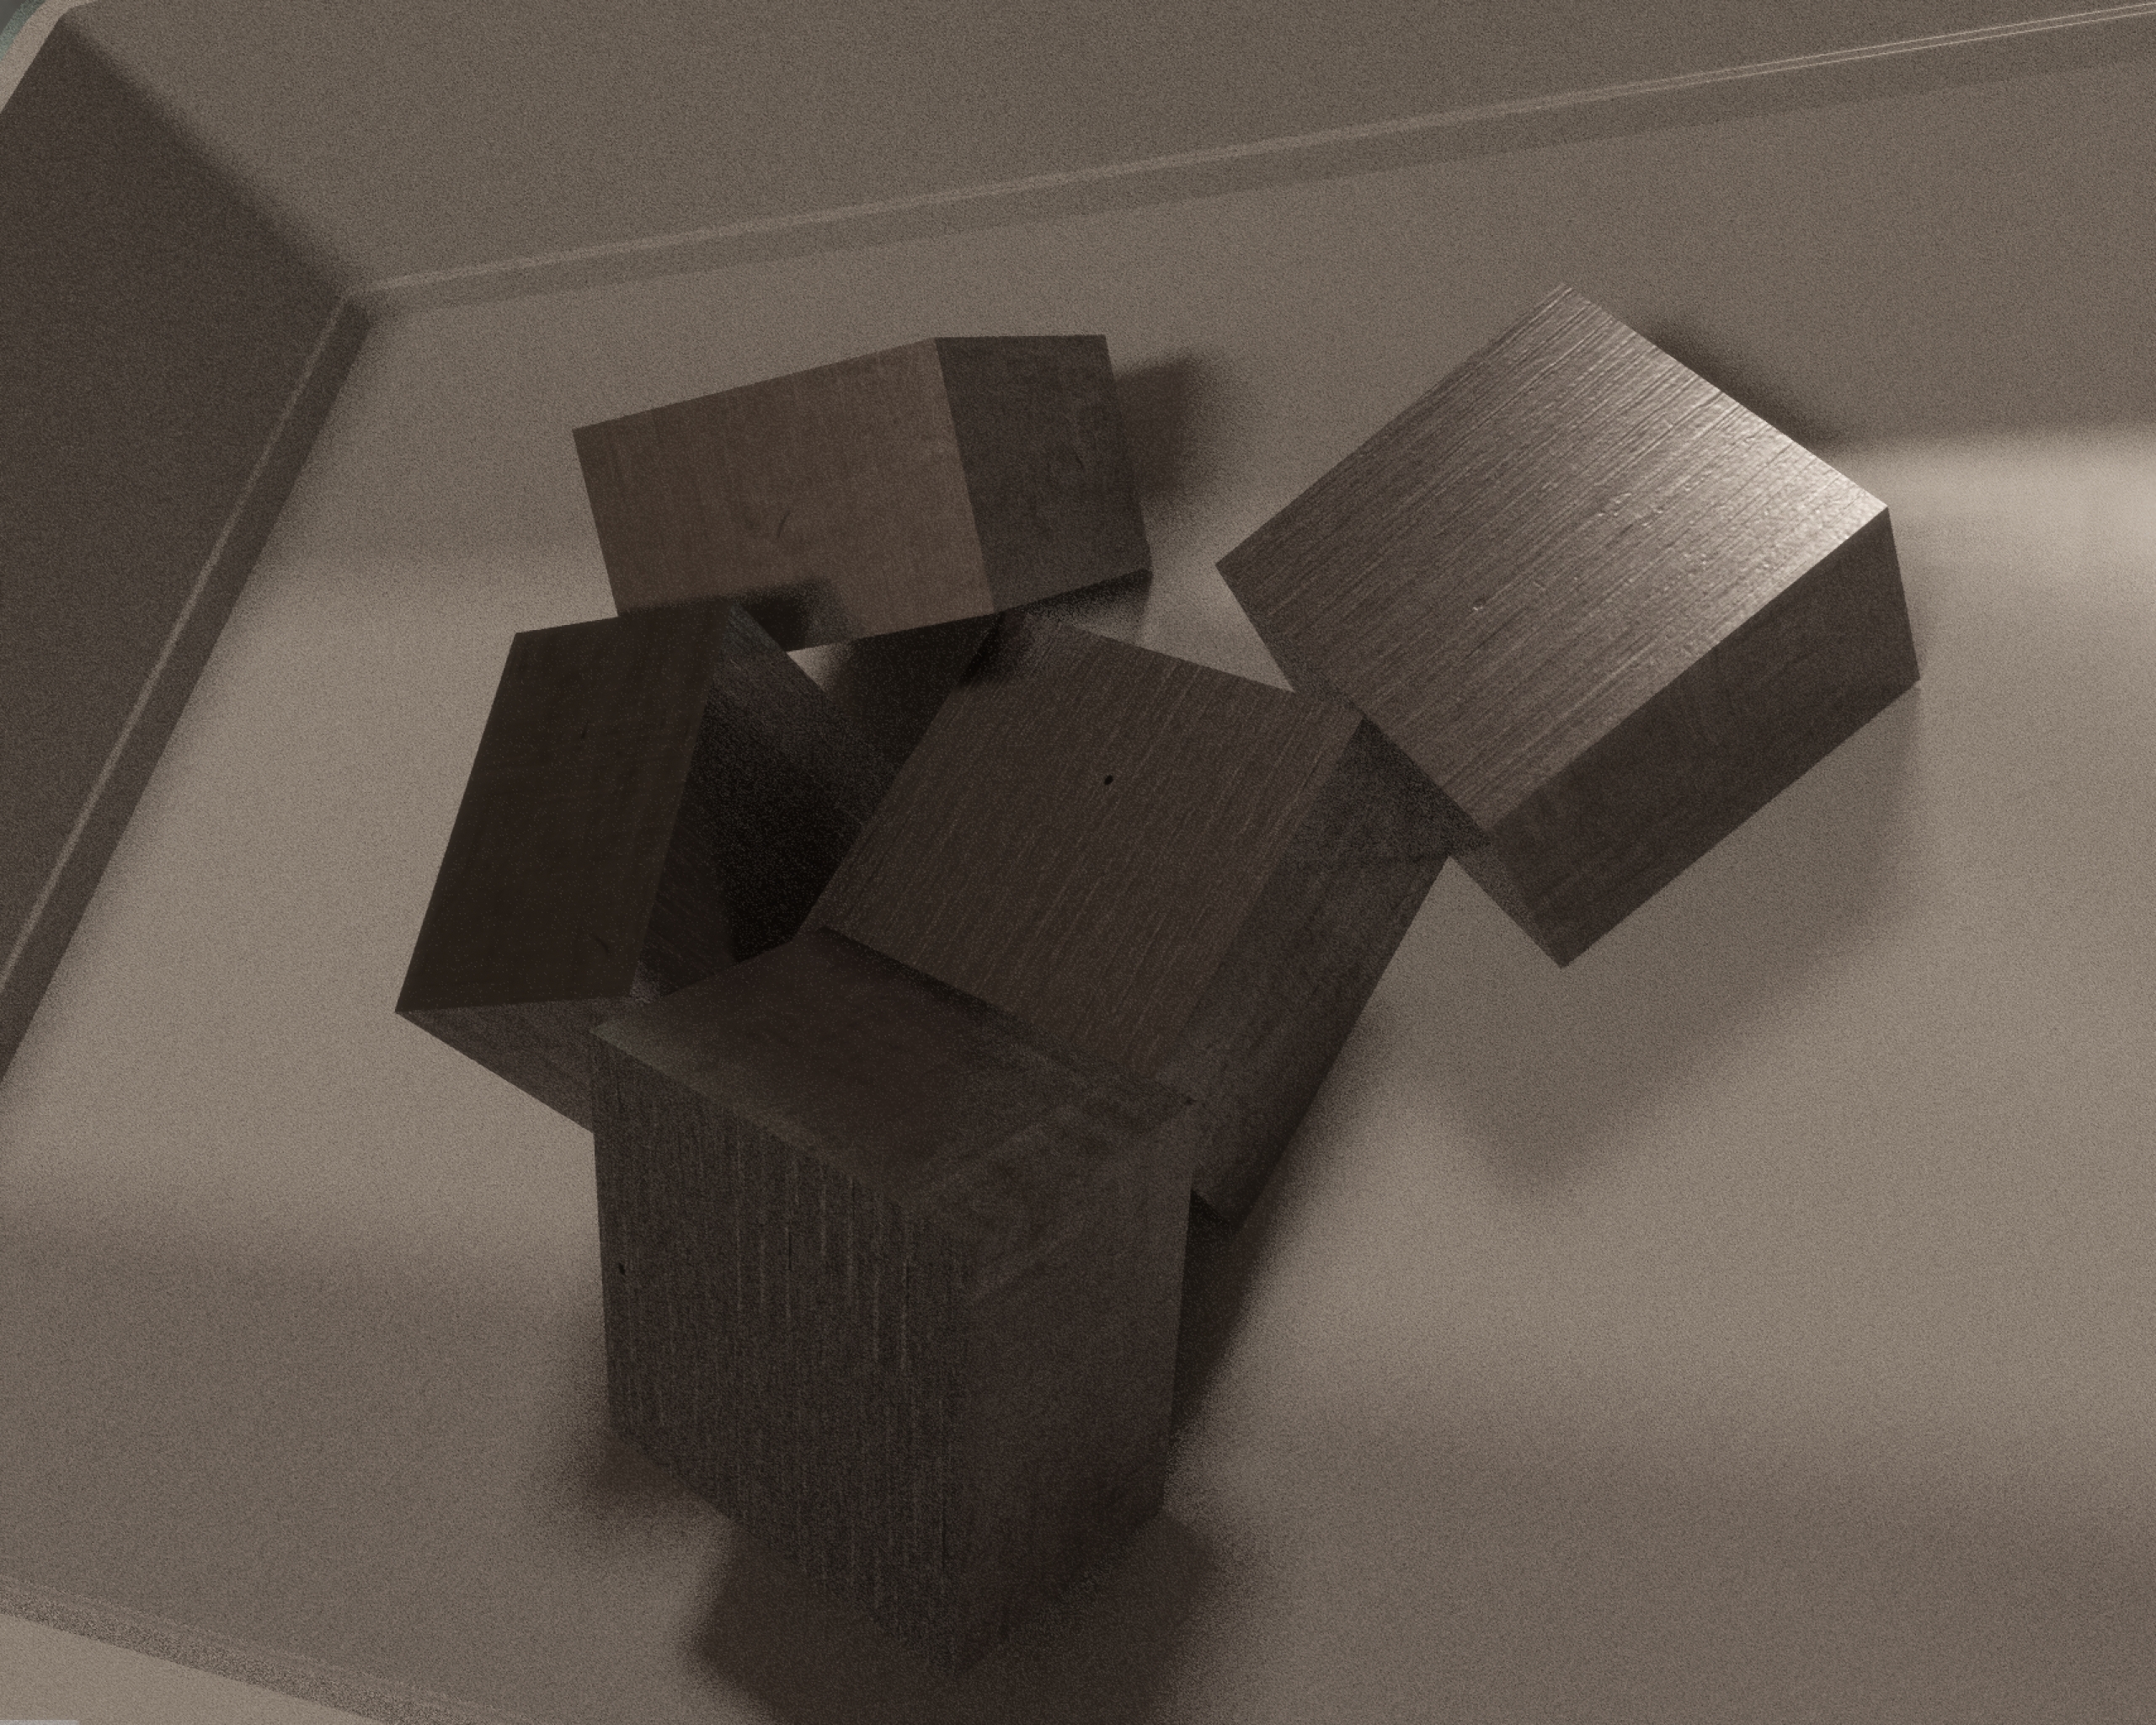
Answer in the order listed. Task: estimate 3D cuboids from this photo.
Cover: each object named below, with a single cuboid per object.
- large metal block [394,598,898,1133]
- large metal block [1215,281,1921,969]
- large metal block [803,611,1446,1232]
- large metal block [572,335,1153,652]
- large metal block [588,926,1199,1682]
[{"bbox_3d":[-0.074,0.008,0.401,0.050,0.080,0.080,-5,59,25],"label":"large metal block"},{"bbox_3d":[0.085,-0.043,0.368,0.080,0.050,0.080,-39,51,1],"label":"large metal block"},{"bbox_3d":[0.007,0.008,0.379,0.080,0.050,0.080,21,73,35],"label":"large metal block"},{"bbox_3d":[-0.041,-0.074,0.426,0.080,0.080,0.050,-8,100,25],"label":"large metal block"},{"bbox_3d":[-0.031,0.067,0.334,0.080,0.079,0.050,22,31,34],"label":"large metal block"}]
